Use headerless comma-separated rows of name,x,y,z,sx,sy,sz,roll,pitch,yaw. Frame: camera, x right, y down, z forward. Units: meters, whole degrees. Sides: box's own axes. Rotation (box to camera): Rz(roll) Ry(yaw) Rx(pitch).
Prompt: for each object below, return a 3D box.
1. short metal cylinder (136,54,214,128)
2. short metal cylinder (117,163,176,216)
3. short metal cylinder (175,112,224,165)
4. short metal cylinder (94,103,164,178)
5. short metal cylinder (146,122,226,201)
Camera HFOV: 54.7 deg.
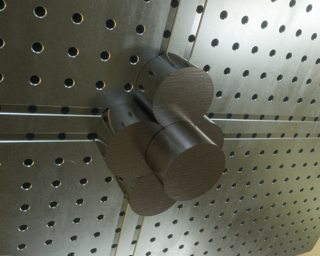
short metal cylinder,0.018,-0.044,0.377,0.081,0.050,0.079,-14,125,-22
short metal cylinder,-0.014,0.075,0.433,0.081,0.050,0.079,-13,122,-22
short metal cylinder,0.040,0.016,0.426,0.081,0.050,0.079,-14,124,-21
short metal cylinder,-0.036,0.015,0.385,0.081,0.050,0.079,-14,124,-21
short metal cylinder,0.030,0.040,0.370,0.081,0.050,0.079,-14,124,-21
